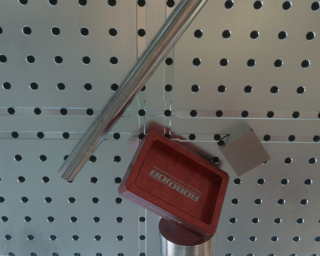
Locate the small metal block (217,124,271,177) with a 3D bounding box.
[{"bbox_3d":[0.115,0.031,0.427,0.050,0.025,0.050,-33,107,11],"label":"small metal block"}]

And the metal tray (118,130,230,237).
[{"bbox_3d":[0.022,0.073,0.406,0.130,0.090,0.030,31,147,-11],"label":"metal tray"}]

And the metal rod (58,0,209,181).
[{"bbox_3d":[-0.042,-0.046,0.395,0.025,0.025,0.299,35,106,-13],"label":"metal rod"}]

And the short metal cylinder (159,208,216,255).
[{"bbox_3d":[0.039,0.159,0.442,0.081,0.080,0.050,-2,112,0],"label":"short metal cylinder"}]
